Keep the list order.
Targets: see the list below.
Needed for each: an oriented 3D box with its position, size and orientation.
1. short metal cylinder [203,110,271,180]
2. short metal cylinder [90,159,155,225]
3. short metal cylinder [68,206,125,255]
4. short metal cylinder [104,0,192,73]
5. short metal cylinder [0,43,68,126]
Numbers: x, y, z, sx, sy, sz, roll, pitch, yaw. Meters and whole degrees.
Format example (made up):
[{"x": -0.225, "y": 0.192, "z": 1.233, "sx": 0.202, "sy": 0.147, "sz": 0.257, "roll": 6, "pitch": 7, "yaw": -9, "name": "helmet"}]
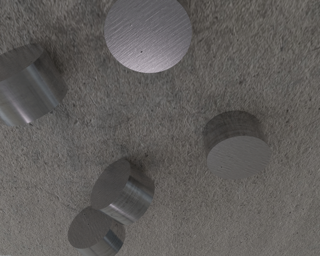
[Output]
[{"x": 0.100, "y": 0.023, "z": 0.412, "sx": 0.081, "sy": 0.050, "sz": 0.079, "roll": 0, "pitch": 130, "yaw": 0, "name": "short metal cylinder"}, {"x": -0.054, "y": 0.093, "z": 0.449, "sx": 0.080, "sy": 0.080, "sz": 0.050, "roll": -33, "pitch": 123, "yaw": 25, "name": "short metal cylinder"}, {"x": -0.105, "y": 0.176, "z": 0.520, "sx": 0.080, "sy": 0.080, "sz": 0.050, "roll": -16, "pitch": 128, "yaw": 13, "name": "short metal cylinder"}, {"x": -0.011, "y": -0.102, "z": 0.304, "sx": 0.081, "sy": 0.050, "sz": 0.079, "roll": 0, "pitch": 130, "yaw": 0, "name": "short metal cylinder"}, {"x": -0.147, "y": -0.047, "z": 0.329, "sx": 0.080, "sy": 0.080, "sz": 0.050, "roll": -13, "pitch": 129, "yaw": 11, "name": "short metal cylinder"}]
